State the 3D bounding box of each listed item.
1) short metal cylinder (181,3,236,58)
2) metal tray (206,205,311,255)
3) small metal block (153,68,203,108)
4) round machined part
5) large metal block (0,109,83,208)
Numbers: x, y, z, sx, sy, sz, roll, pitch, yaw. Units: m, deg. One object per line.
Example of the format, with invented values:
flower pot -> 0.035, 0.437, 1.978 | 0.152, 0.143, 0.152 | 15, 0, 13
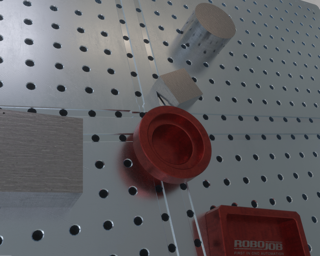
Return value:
short metal cylinder -> 0.084, -0.170, 0.541 | 0.081, 0.050, 0.080 | 14, 56, -21
metal tray -> 0.124, 0.147, 0.381 | 0.131, 0.030, 0.090 | 11, 57, -23
small metal block -> 0.027, -0.056, 0.457 | 0.050, 0.025, 0.050 | -25, 75, -37
round machined part -> 0.012, 0.024, 0.389 | 0.099, 0.042, 0.098 | 14, 56, -21
large metal block -> -0.122, 0.032, 0.306 | 0.081, 0.050, 0.080 | 7, 59, -25
